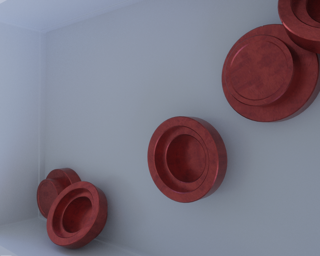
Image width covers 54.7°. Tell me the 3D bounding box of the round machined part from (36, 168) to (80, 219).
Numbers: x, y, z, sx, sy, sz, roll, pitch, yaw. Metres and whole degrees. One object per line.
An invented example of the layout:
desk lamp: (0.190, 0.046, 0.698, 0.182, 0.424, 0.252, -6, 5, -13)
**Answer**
round machined part: (-0.178, 0.120, 0.539, 0.098, 0.042, 0.097, 0, 90, 39)

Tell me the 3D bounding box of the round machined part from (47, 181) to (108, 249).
round machined part: (-0.120, 0.135, 0.474, 0.098, 0.042, 0.098, -17, 51, 22)

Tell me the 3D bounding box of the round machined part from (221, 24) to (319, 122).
round machined part: (0.105, -0.055, 0.308, 0.098, 0.042, 0.097, 0, 90, 39)

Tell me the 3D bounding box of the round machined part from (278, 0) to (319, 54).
round machined part: (0.153, -0.102, 0.255, 0.098, 0.042, 0.098, -16, 60, 31)

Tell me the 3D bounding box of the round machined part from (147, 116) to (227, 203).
round machined part: (0.035, 0.035, 0.365, 0.098, 0.042, 0.097, 0, 90, 39)
